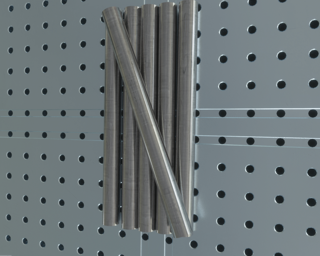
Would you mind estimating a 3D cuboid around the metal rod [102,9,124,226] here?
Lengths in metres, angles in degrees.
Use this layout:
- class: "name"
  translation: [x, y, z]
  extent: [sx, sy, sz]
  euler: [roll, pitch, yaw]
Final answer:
- class: "metal rod"
  translation: [-0.066, -0.015, 0.435]
  extent: [0.025, 0.025, 0.298]
  euler: [1, 90, 20]

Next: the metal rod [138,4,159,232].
- class: "metal rod"
  translation: [-0.016, -0.013, 0.417]
  extent: [0.025, 0.025, 0.298]
  euler: [1, 90, 20]

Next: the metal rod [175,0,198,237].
- class: "metal rod"
  translation: [0.034, -0.012, 0.402]
  extent: [0.025, 0.025, 0.298]
  euler: [1, 90, 20]

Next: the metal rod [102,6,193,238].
- class: "metal rod"
  translation: [-0.018, -0.012, 0.393]
  extent: [0.025, 0.025, 0.299]
  euler: [-20, 83, 19]

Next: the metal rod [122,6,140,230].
- class: "metal rod"
  translation: [-0.038, -0.013, 0.426]
  extent: [0.025, 0.025, 0.298]
  euler: [1, 90, 20]

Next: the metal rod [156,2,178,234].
- class: "metal rod"
  translation: [0.009, -0.012, 0.410]
  extent: [0.025, 0.025, 0.298]
  euler: [1, 90, 20]
